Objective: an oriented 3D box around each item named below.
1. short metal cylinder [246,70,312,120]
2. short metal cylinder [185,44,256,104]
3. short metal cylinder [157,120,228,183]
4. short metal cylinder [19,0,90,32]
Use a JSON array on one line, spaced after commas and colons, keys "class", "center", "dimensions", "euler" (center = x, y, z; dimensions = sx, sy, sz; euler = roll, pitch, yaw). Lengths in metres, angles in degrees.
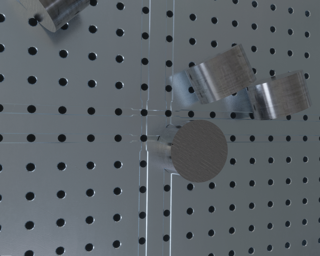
[{"class": "short metal cylinder", "center": [0.170, -0.047, 0.446], "dimensions": [0.081, 0.080, 0.050], "euler": [-20, 97, -19]}, {"class": "short metal cylinder", "center": [0.080, -0.072, 0.413], "dimensions": [0.080, 0.080, 0.050], "euler": [-29, 100, -18]}, {"class": "short metal cylinder", "center": [0.042, 0.029, 0.415], "dimensions": [0.081, 0.050, 0.079], "euler": [0, 90, -20]}, {"class": "short metal cylinder", "center": [-0.124, -0.153, 0.337], "dimensions": [0.050, 0.080, 0.080], "euler": [-46, 104, -14]}]
